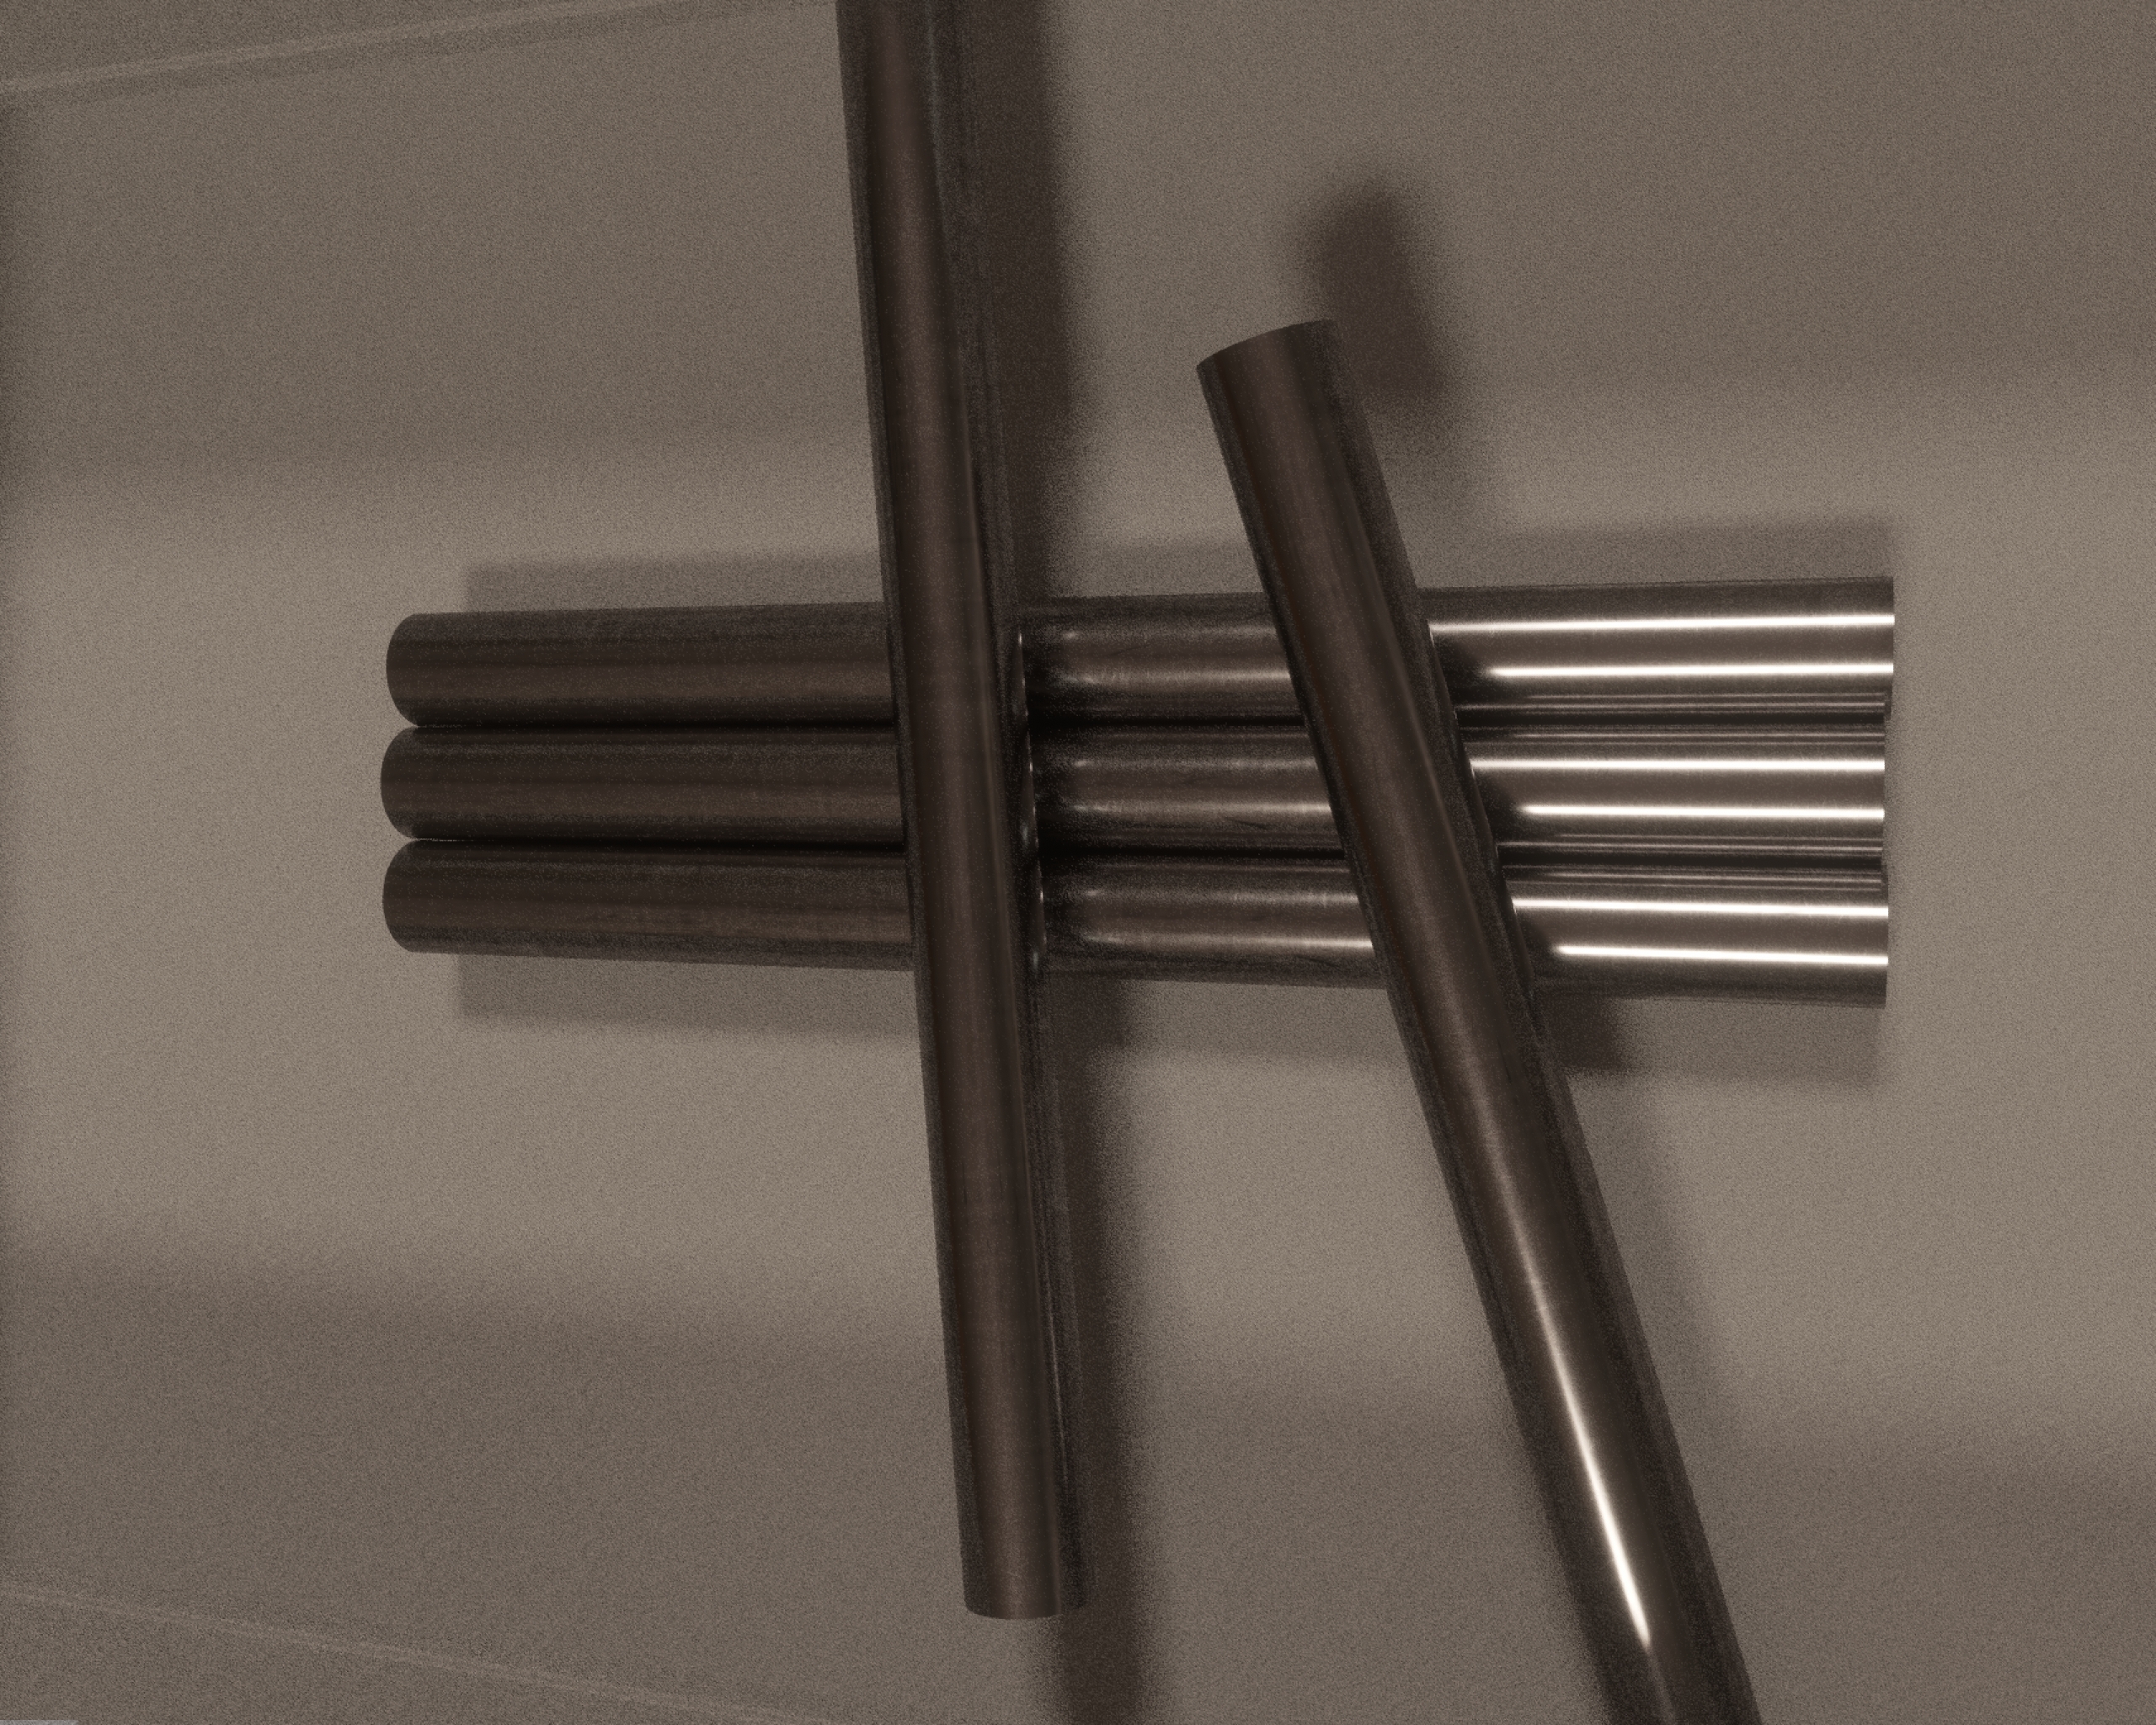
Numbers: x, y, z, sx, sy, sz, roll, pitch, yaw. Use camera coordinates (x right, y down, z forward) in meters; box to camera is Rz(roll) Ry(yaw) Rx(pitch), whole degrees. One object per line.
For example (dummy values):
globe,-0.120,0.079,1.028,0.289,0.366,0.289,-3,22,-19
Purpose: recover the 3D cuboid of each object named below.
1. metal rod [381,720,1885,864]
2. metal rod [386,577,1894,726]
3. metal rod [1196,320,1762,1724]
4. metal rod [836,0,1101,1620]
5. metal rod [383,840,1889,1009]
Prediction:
metal rod,-0.003,-0.015,0.409,0.301,0.025,0.025,1,91,19
metal rod,-0.002,-0.040,0.409,0.301,0.025,0.025,1,91,19
metal rod,0.076,0.054,0.360,0.025,0.025,0.298,-17,91,19
metal rod,-0.021,-0.013,0.389,0.025,0.025,0.298,-5,88,19
metal rod,-0.003,0.010,0.409,0.301,0.025,0.025,1,91,19
